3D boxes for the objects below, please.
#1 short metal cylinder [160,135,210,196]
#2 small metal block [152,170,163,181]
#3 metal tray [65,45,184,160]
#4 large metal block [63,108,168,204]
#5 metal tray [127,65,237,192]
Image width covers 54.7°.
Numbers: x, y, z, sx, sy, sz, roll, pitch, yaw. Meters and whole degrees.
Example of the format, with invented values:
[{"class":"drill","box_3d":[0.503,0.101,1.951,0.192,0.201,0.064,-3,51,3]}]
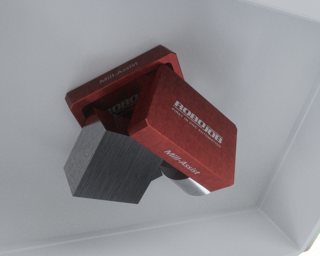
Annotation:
[{"class":"short metal cylinder","box_3d":[0.047,0.047,0.428,0.080,0.080,0.050,-43,130,1]},{"class":"small metal block","box_3d":[-0.029,0.052,0.425,0.050,0.025,0.050,-26,128,-13]},{"class":"metal tray","box_3d":[-0.032,-0.029,0.369,0.131,0.030,0.090,-30,129,-10]},{"class":"large metal block","box_3d":[-0.049,0.033,0.344,0.081,0.050,0.080,18,109,-36]},{"class":"metal tray","box_3d":[0.033,0.002,0.347,0.130,0.090,0.030,37,136,-25]}]
